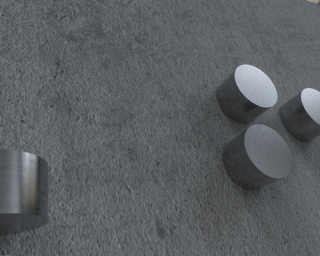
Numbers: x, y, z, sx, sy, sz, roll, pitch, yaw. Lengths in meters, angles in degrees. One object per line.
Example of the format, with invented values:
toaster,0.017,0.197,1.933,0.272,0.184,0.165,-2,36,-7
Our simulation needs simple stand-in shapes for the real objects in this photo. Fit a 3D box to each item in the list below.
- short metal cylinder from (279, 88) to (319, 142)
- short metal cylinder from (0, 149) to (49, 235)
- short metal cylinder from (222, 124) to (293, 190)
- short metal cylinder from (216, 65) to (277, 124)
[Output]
short metal cylinder,0.258,-0.023,0.540,0.081,0.050,0.080,14,56,-21
short metal cylinder,-0.137,0.057,0.260,0.081,0.080,0.050,4,60,-26
short metal cylinder,0.136,0.041,0.435,0.081,0.050,0.080,14,56,-21
short metal cylinder,0.138,-0.054,0.494,0.081,0.050,0.080,14,56,-21
